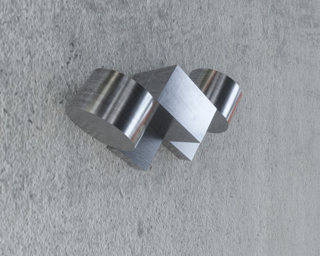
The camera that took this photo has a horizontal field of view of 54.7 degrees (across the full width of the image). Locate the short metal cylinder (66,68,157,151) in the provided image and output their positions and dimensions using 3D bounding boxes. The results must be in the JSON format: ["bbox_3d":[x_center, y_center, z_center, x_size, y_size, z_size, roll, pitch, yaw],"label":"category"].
[{"bbox_3d":[-0.050,-0.018,0.328,0.080,0.080,0.050,42,64,-32],"label":"short metal cylinder"}]

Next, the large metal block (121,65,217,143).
[{"bbox_3d":[0.007,-0.026,0.377,0.080,0.080,0.050,42,64,-32],"label":"large metal block"}]

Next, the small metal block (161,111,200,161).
[{"bbox_3d":[0.031,0.011,0.432,0.050,0.025,0.050,43,64,-32],"label":"small metal block"}]

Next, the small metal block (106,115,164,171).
[{"bbox_3d":[-0.030,0.018,0.382,0.050,0.025,0.050,43,64,-32],"label":"small metal block"}]

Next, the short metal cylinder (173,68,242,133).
[{"bbox_3d":[0.065,-0.036,0.424,0.080,0.080,0.050,43,64,-32],"label":"short metal cylinder"}]
